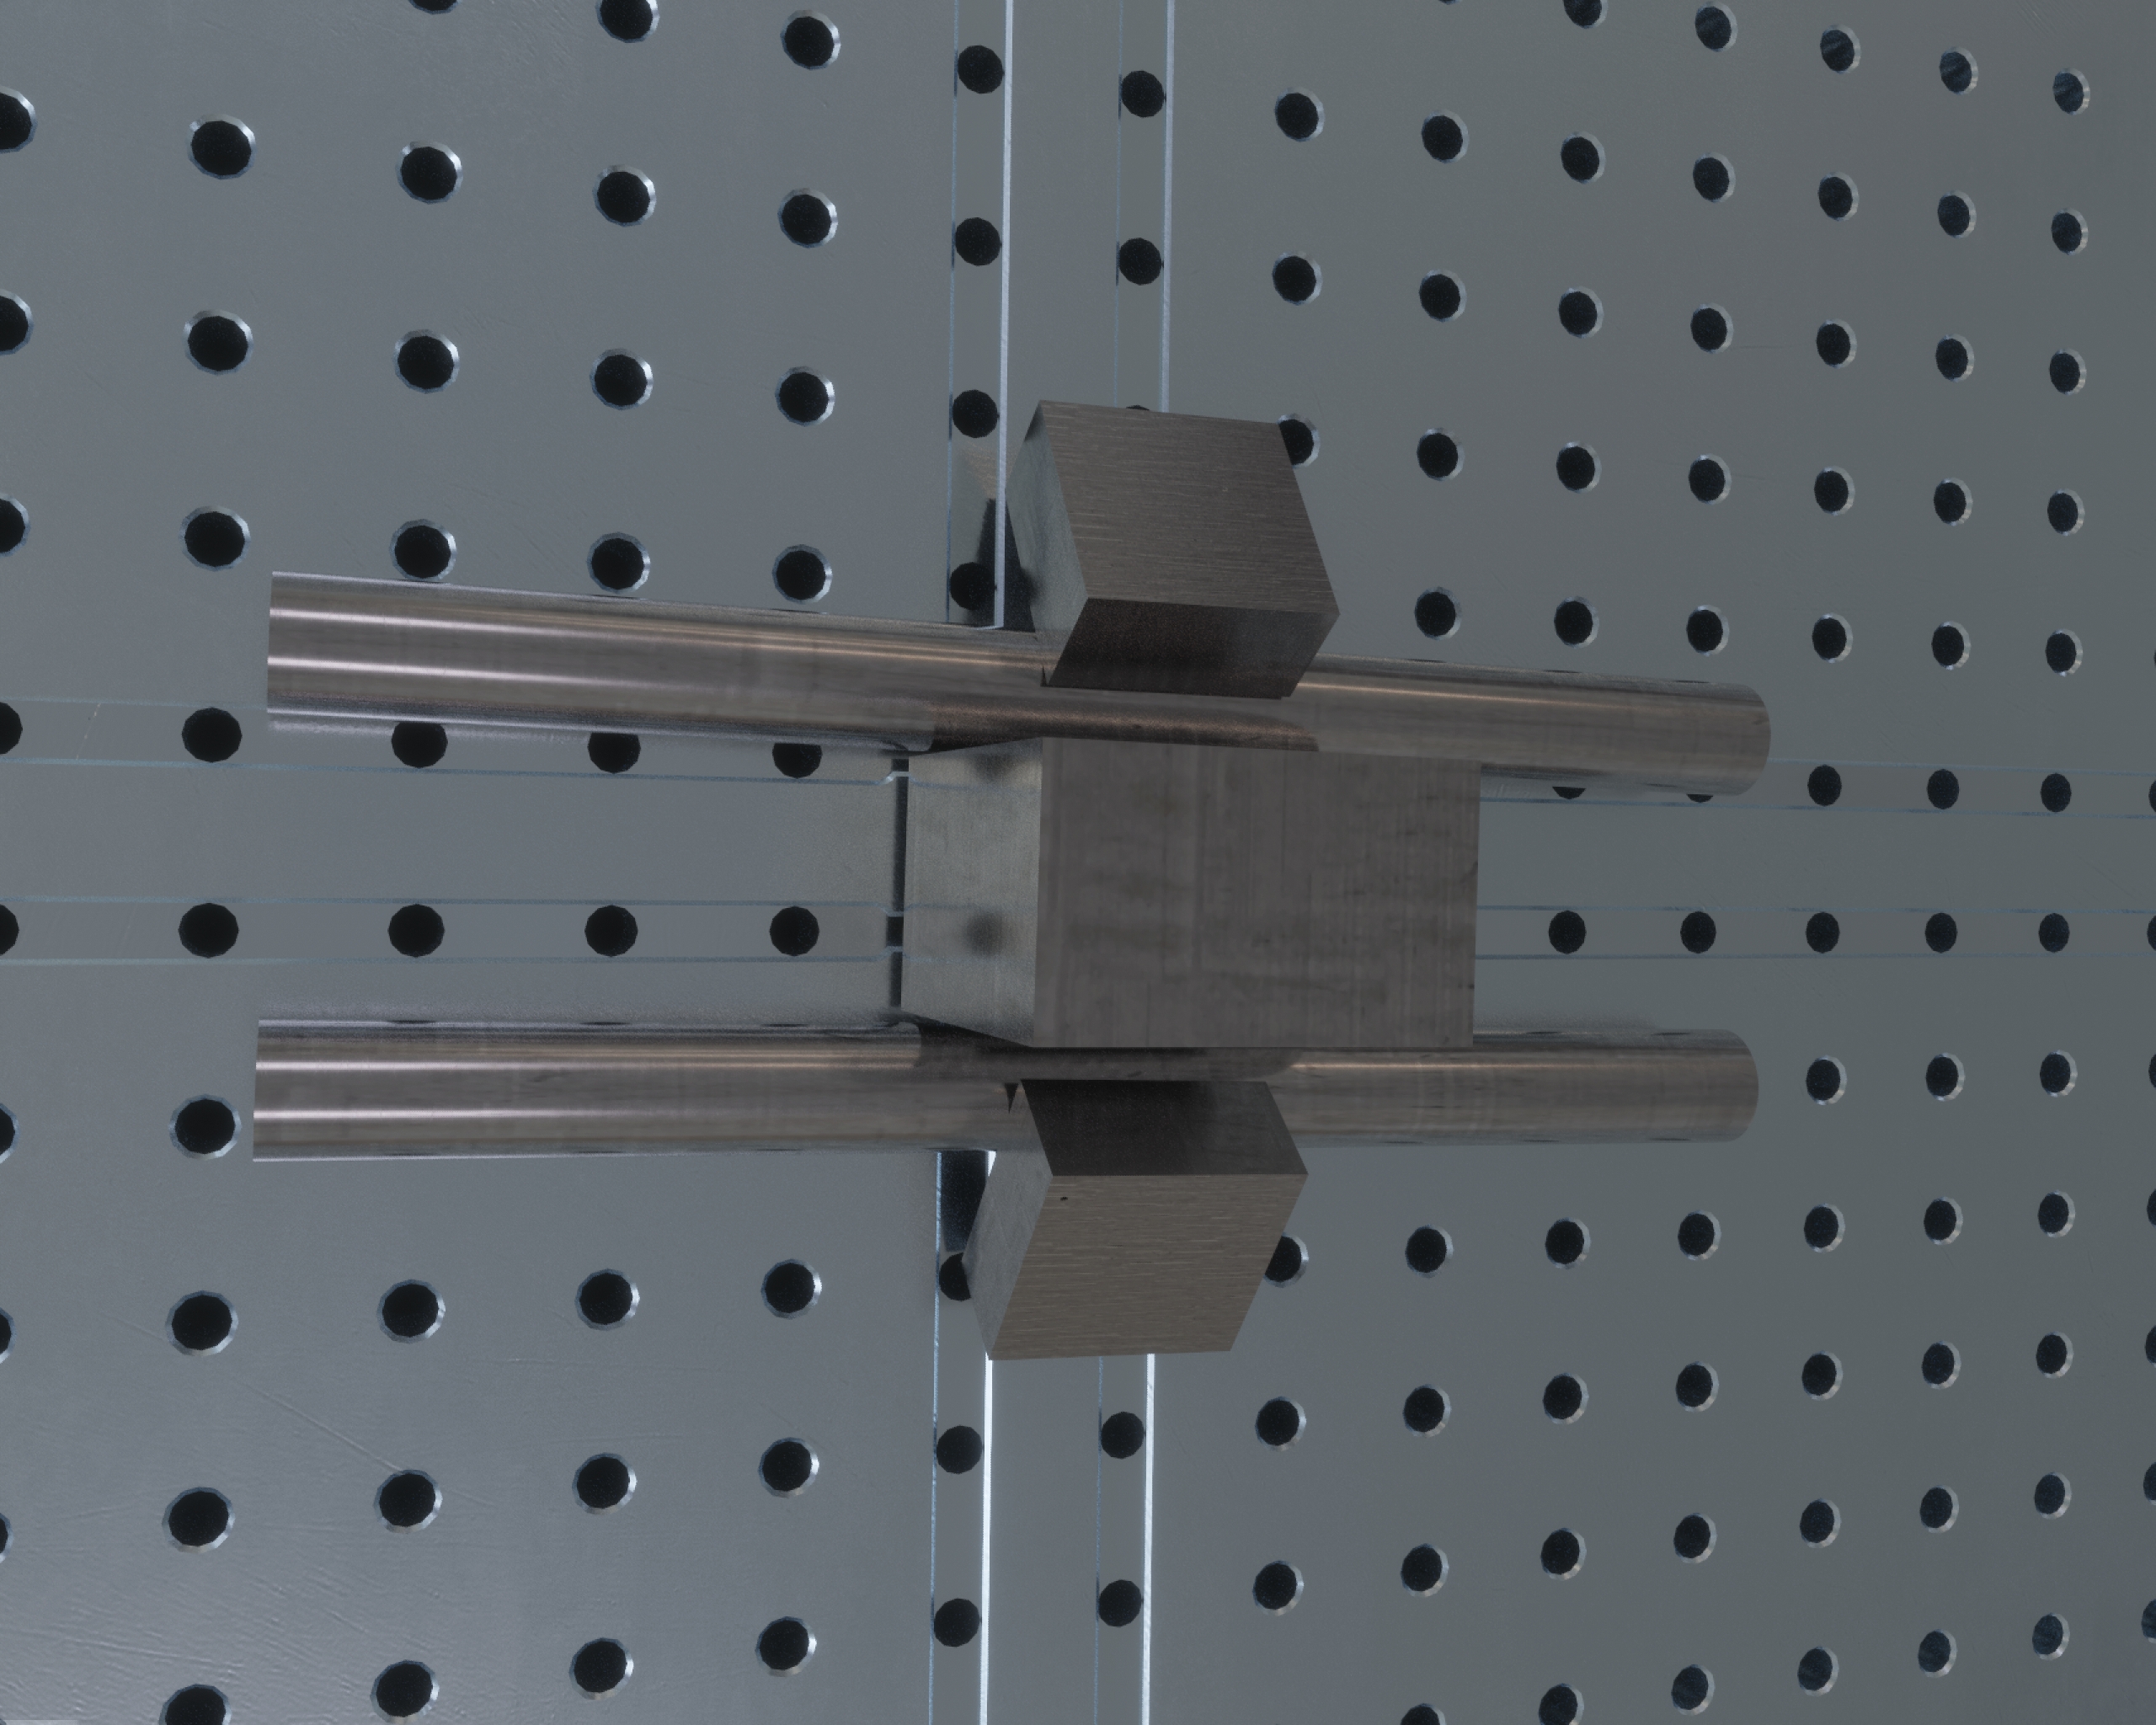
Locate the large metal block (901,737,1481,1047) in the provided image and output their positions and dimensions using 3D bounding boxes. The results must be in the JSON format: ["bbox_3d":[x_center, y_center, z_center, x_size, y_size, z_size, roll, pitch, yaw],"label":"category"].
[{"bbox_3d":[0.018,0.006,0.385,0.081,0.080,0.050,2,90,-20],"label":"large metal block"}]

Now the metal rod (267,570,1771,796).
[{"bbox_3d":[0.004,-0.032,0.409,0.302,0.025,0.025,2,90,-20],"label":"metal rod"}]

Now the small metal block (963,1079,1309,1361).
[{"bbox_3d":[0.010,0.068,0.400,0.050,0.025,0.050,3,127,-21],"label":"small metal block"}]

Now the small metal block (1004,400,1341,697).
[{"bbox_3d":[0.017,-0.060,0.403,0.050,0.025,0.050,1,55,-20],"label":"small metal block"}]

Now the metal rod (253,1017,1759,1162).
[{"bbox_3d":[0.001,0.044,0.410,0.302,0.025,0.025,2,90,-20],"label":"metal rod"}]
